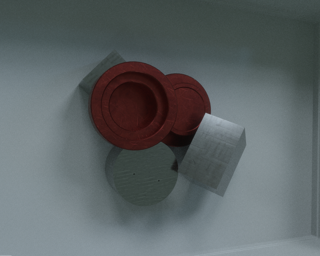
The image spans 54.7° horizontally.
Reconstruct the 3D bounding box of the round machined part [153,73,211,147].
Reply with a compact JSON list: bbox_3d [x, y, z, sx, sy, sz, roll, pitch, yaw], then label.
[{"bbox_3d":[0.025,-0.024,0.408,0.099,0.042,0.097,0,90,-21],"label":"round machined part"}]

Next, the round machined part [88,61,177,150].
[{"bbox_3d":[-0.033,-0.024,0.357,0.099,0.042,0.097,0,90,-21],"label":"round machined part"}]

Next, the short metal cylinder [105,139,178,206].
[{"bbox_3d":[-0.024,0.052,0.388,0.081,0.050,0.079,0,90,-21],"label":"short metal cylinder"}]

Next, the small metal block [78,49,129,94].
[{"bbox_3d":[-0.068,-0.063,0.370,0.025,0.050,0.050,46,76,-15],"label":"small metal block"}]

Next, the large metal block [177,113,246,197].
[{"bbox_3d":[0.071,0.038,0.400,0.050,0.080,0.080,23,79,22],"label":"large metal block"}]
